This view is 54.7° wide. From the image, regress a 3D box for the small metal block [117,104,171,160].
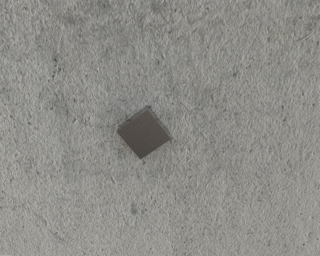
[{"bbox_3d":[-0.021,0.005,0.413,0.050,0.025,0.050,-35,107,11],"label":"small metal block"}]
